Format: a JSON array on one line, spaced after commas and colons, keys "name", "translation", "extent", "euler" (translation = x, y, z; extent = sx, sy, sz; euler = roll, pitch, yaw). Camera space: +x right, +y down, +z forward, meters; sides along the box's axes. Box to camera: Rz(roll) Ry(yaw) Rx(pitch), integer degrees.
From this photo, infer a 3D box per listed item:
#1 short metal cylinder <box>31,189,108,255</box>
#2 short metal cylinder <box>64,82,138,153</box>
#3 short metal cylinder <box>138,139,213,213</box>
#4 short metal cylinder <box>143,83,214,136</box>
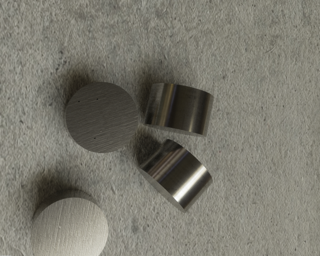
[{"name": "short metal cylinder", "translation": [-0.105, 0.115, 0.357], "extent": [0.081, 0.050, 0.080], "euler": [0, 90, -20]}, {"name": "short metal cylinder", "translation": [-0.072, -0.012, 0.369], "extent": [0.081, 0.050, 0.080], "euler": [0, 90, -20]}, {"name": "short metal cylinder", "translation": [0.018, 0.059, 0.387], "extent": [0.050, 0.080, 0.080], "euler": [-45, 104, -14]}, {"name": "short metal cylinder", "translation": [0.023, -0.021, 0.388], "extent": [0.081, 0.080, 0.050], "euler": [13, 86, -20]}]
